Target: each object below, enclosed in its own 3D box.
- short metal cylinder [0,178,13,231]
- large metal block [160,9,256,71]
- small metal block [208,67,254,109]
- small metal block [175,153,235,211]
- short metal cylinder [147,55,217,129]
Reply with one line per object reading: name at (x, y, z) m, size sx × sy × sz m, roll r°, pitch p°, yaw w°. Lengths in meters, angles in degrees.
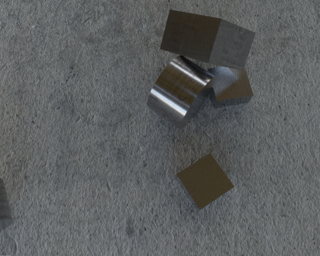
short metal cylinder at (-0.212, 0.093, 0.343) m, size 0.080 × 0.080 × 0.050 m, roll -21°, pitch 72°, yaw -8°
large metal block at (0.061, -0.112, 0.399) m, size 0.080 × 0.081 × 0.050 m, roll 28°, pitch 111°, yaw 39°
small metal block at (0.095, -0.059, 0.430) m, size 0.050 × 0.025 × 0.050 m, roll -10°, pitch 70°, yaw -4°
small metal block at (0.054, 0.067, 0.384) m, size 0.050 × 0.025 × 0.050 m, roll -31°, pitch 73°, yaw -11°
short metal cylinder at (0.028, -0.045, 0.396) m, size 0.050 × 0.080 × 0.080 m, roll 35°, pitch 74°, yaw 12°
